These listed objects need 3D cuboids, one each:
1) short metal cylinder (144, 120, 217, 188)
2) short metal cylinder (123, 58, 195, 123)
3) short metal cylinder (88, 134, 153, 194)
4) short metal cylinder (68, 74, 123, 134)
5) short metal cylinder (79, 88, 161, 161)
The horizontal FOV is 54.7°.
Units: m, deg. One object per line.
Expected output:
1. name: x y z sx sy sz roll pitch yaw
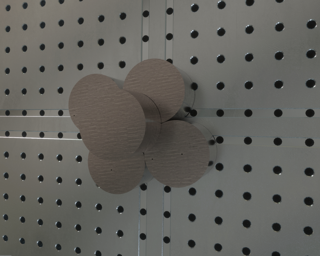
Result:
1. short metal cylinder: 0.027 0.030 0.388 0.080 0.050 0.079 0 90 19
2. short metal cylinder: 0.000 -0.044 0.398 0.080 0.050 0.079 0 90 19
3. short metal cylinder: -0.048 0.044 0.414 0.080 0.050 0.079 0 90 19
4. short metal cylinder: -0.076 -0.031 0.424 0.080 0.050 0.079 0 90 19
5. short metal cylinder: -0.045 -0.005 0.359 0.080 0.050 0.079 1 92 19
